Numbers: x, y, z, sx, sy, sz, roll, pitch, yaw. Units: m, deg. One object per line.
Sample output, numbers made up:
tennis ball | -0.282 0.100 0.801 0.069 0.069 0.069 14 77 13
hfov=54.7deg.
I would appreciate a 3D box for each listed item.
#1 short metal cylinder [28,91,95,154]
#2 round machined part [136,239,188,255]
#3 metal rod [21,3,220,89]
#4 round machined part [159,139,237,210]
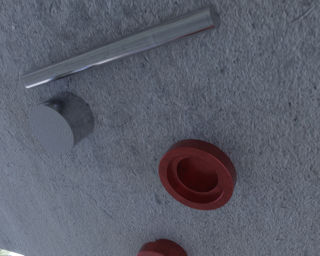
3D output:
short metal cylinder | -0.146 -0.008 0.463 0.080 0.050 0.079 13 124 21
round machined part | 0.010 0.231 0.534 0.098 0.042 0.097 13 124 21
metal rod | -0.071 -0.091 0.387 0.300 0.025 0.025 -9 114 32
round machined part | 0.051 0.056 0.404 0.098 0.042 0.097 13 124 21
